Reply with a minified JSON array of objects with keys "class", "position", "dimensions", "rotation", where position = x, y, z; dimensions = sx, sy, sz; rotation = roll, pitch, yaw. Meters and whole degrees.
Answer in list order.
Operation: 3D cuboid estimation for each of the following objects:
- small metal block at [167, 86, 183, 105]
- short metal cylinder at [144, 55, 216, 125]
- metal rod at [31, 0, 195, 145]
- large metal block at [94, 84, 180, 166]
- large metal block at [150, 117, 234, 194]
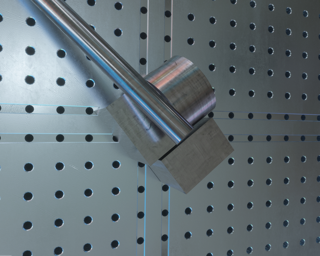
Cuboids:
[{"class":"small metal block","position":[0.015,-0.049,0.420],"dimensions":[0.050,0.025,0.050],"rotation":[-43,104,-15]},{"class":"short metal cylinder","position":[0.019,-0.037,0.364],"dimensions":[0.050,0.080,0.080],"rotation":[-39,103,-16]},{"class":"metal rod","position":[-0.080,-0.096,0.328],"dimensions":[0.300,0.025,0.025],"rotation":[45,75,7]},{"class":"large metal block","position":[-0.029,-0.005,0.374],"dimensions":[0.050,0.080,0.080],"rotation":[-40,103,-16]},{"class":"large metal block","position":[0.032,0.031,0.394],"dimensions":[0.080,0.080,0.050],"rotation":[-39,103,-16]}]
